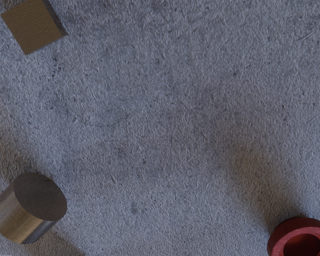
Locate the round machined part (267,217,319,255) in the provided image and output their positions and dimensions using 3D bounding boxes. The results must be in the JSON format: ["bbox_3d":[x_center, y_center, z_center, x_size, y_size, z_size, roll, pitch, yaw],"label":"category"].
[{"bbox_3d":[0.211,0.175,0.469,0.099,0.042,0.097,0,110,-1],"label":"round machined part"}]

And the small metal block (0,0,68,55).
[{"bbox_3d":[-0.146,-0.121,0.363,0.050,0.025,0.050,-24,109,8],"label":"small metal block"}]

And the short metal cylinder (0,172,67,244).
[{"bbox_3d":[-0.174,0.106,0.417,0.080,0.080,0.050,42,105,-14],"label":"short metal cylinder"}]
